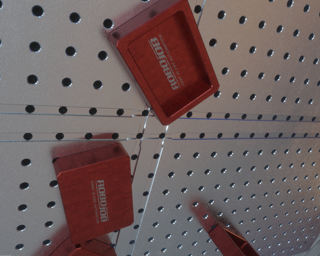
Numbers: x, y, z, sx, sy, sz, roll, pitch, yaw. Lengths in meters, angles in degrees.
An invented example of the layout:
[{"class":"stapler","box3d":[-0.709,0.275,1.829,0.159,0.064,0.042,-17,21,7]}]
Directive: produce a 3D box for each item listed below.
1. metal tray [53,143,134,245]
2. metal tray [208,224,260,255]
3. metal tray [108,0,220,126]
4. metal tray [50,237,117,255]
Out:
[{"class":"metal tray","box3d":[-0.085,0.091,0.419,0.091,0.030,0.129,-14,124,-21]},{"class":"metal tray","box3d":[0.161,0.248,0.613,0.030,0.090,0.130,-48,129,5]},{"class":"metal tray","box3d":[0.010,-0.075,0.368,0.090,0.030,0.130,-35,129,-5]},{"class":"metal tray","box3d":[-0.139,0.227,0.473,0.130,0.030,0.090,-45,130,3]}]
